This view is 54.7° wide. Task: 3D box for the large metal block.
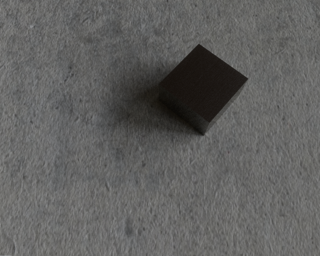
[{"bbox_3d":[0.055,-0.051,0.414,0.080,0.050,0.080,39,74,12],"label":"large metal block"}]
